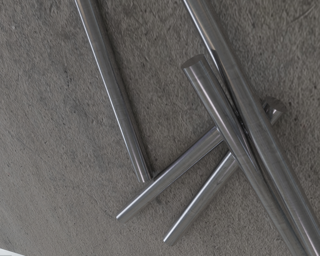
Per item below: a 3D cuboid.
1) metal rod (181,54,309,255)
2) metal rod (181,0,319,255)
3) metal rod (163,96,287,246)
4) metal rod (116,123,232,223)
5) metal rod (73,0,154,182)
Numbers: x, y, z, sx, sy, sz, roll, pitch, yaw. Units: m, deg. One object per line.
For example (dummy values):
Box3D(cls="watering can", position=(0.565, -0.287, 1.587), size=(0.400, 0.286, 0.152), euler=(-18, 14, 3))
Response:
Box3D(cls="metal rod", position=(0.108, 0.050, 0.352), size=(0.025, 0.025, 0.299), euler=(-17, 118, 35))
Box3D(cls="metal rod", position=(0.101, -0.001, 0.319), size=(0.025, 0.025, 0.299), euler=(-24, 97, 36))
Box3D(cls="metal rod", position=(0.069, 0.079, 0.418), size=(0.025, 0.025, 0.298), euler=(32, 129, 7))
Box3D(cls="metal rod", position=(0.014, 0.067, 0.440), size=(0.025, 0.025, 0.298), euler=(42, 129, -1))
Box3D(cls="metal rod", position=(-0.060, -0.057, 0.403), size=(0.025, 0.025, 0.298), euler=(-2, 118, 29))
